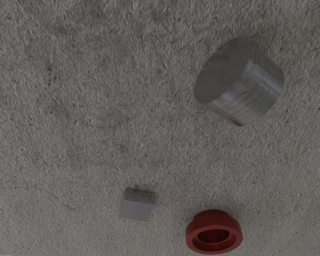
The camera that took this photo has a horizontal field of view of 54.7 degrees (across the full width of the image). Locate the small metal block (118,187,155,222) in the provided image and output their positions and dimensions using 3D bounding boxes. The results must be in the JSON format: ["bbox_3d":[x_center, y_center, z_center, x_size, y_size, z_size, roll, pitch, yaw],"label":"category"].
[{"bbox_3d":[-0.039,0.128,0.516,0.050,0.025,0.050,12,129,-10],"label":"small metal block"}]

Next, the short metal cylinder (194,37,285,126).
[{"bbox_3d":[0.082,-0.049,0.331,0.050,0.080,0.080,31,123,-24],"label":"short metal cylinder"}]

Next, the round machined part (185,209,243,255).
[{"bbox_3d":[0.094,0.182,0.552,0.099,0.042,0.097,0,130,0],"label":"round machined part"}]
